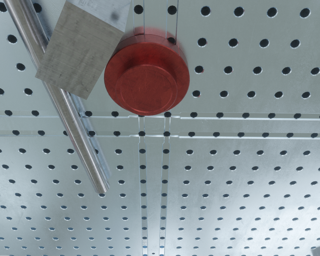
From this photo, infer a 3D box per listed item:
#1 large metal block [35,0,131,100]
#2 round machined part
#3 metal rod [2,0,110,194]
[{"bbox_3d":[-0.072,-0.088,0.299,0.050,0.080,0.080,25,126,-20],"label":"large metal block"},{"bbox_3d":[-0.015,-0.053,0.356,0.099,0.042,0.097,-1,130,0],"label":"round machined part"},{"bbox_3d":[-0.116,-0.018,0.394,0.025,0.025,0.298,-8,130,6],"label":"metal rod"}]
